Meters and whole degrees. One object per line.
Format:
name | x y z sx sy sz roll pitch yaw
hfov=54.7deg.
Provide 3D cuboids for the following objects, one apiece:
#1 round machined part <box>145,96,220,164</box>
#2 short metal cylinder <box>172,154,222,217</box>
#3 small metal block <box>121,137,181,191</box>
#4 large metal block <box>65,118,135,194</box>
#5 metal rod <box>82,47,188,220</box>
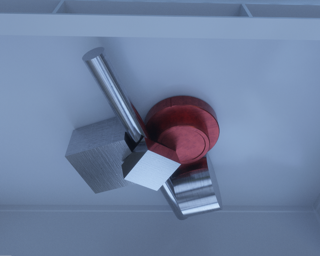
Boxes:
round machined part | 0.028 0.010 0.404 0.099 0.042 0.097 -1 130 0
short metal cylinder | 0.053 0.082 0.442 0.050 0.080 0.080 -16 129 13
small metal block | -0.011 0.045 0.382 0.050 0.025 0.050 26 114 -30
large metal block | -0.066 0.037 0.418 0.080 0.050 0.080 -16 129 12
metal rod | -0.015 0.031 0.405 0.025 0.025 0.299 -16 129 13
